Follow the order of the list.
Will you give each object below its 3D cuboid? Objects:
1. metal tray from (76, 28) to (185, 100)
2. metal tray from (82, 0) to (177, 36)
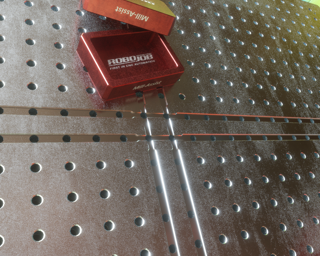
[{"bbox_3d":[-0.039,-0.097,0.442,0.131,0.030,0.090,-19,72,-35],"label":"metal tray"},{"bbox_3d":[-0.049,-0.185,0.468,0.131,0.030,0.090,10,32,-23],"label":"metal tray"}]
